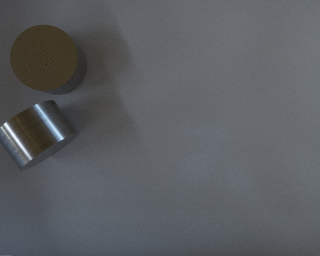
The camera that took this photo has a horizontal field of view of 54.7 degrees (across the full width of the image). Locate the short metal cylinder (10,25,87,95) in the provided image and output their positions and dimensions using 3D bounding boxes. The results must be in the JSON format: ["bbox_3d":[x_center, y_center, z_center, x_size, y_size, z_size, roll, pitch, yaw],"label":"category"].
[{"bbox_3d":[-0.140,-0.085,0.397,0.081,0.050,0.079,0,90,-1],"label":"short metal cylinder"}]

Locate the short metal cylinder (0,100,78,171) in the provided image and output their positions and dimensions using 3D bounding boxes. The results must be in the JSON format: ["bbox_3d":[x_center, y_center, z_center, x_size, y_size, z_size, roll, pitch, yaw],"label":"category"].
[{"bbox_3d":[-0.150,0.009,0.382,0.080,0.080,0.050,-35,90,0],"label":"short metal cylinder"}]
